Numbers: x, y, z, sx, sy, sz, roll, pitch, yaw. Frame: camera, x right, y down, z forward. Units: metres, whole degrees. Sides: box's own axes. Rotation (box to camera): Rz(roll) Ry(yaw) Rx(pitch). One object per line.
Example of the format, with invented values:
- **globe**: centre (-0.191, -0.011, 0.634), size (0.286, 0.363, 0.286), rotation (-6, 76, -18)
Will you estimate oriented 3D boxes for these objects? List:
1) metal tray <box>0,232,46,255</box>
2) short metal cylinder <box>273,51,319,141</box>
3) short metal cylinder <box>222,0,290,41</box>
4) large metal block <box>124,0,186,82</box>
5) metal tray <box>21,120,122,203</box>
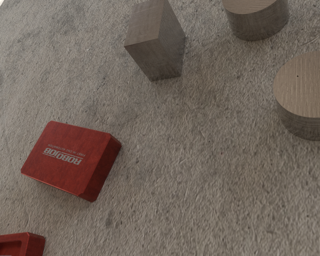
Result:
- **metal tray**: centre (-0.198, 0.201, 0.381), size (0.090, 0.030, 0.130), rotation (-13, 56, 21)
- **short metal cylinder**: centre (0.164, -0.033, 0.322), size (0.080, 0.050, 0.080), rotation (-13, 56, 21)
- **short metal cylinder**: centre (0.131, -0.166, 0.421), size (0.080, 0.050, 0.080), rotation (-13, 56, 21)
- **large metal block**: centre (-0.003, -0.126, 0.448), size (0.050, 0.080, 0.080), rotation (-6, 59, 25)
- **metal tray**: centre (-0.128, 0.043, 0.442), size (0.130, 0.030, 0.090), rotation (11, 67, 32)
